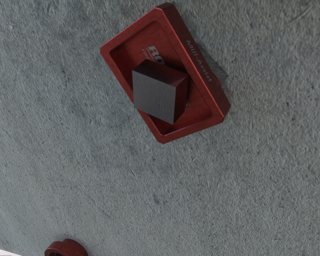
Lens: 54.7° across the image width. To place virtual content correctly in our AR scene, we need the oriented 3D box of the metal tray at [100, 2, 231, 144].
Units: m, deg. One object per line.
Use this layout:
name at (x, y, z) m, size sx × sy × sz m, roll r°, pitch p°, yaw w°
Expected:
metal tray at (0.006, -0.053, 0.335) m, size 0.090 × 0.030 × 0.130 m, roll -23°, pitch 106°, yaw 36°

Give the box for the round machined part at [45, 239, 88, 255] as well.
round machined part at (-0.196, 0.279, 0.669) m, size 0.098 × 0.042 × 0.097 m, roll 13°, pitch 124°, yaw 20°

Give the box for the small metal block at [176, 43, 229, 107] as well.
small metal block at (0.040, -0.058, 0.349) m, size 0.050 × 0.025 × 0.050 m, roll 45°, pitch 129°, yaw -4°

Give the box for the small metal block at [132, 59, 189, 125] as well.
small metal block at (0.000, -0.038, 0.324) m, size 0.050 × 0.025 × 0.050 m, roll 24°, pitch 140°, yaw 21°
